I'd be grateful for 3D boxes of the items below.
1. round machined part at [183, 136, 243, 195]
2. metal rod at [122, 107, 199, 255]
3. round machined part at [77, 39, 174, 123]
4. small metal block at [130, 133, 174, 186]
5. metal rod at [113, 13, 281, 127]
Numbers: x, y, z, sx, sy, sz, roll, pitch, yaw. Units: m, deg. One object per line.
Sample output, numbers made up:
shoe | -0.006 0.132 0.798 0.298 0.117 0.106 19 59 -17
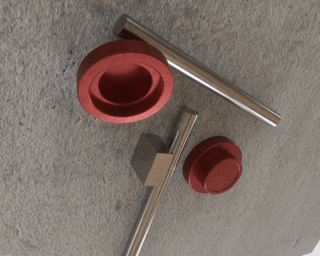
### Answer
round machined part | 0.089 0.064 0.484 0.099 0.042 0.097 -14 124 -21
metal rod | -0.010 0.107 0.467 0.025 0.025 0.298 7 115 -32
round machined part | -0.038 -0.053 0.329 0.099 0.042 0.097 -10 141 -8
small metal block | -0.012 0.041 0.410 0.025 0.050 0.050 9 114 -32
metal rod | 0.071 -0.060 0.408 0.302 0.025 0.025 22 106 -37
